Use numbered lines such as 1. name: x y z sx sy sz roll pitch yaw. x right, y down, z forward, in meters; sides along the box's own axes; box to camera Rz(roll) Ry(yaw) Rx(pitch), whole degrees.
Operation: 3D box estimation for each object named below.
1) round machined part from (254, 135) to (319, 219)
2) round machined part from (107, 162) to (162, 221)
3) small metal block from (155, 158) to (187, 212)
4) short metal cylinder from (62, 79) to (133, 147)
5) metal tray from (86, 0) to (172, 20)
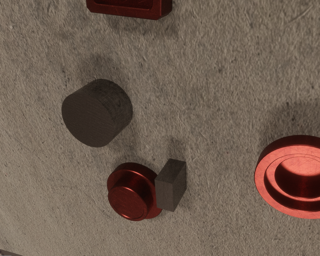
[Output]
1. round machined part: 0.158 0.049 0.343 0.098 0.042 0.097 13 124 20
2. round machined part: -0.041 0.105 0.481 0.098 0.042 0.097 13 124 20
3. small metal block: 0.016 0.078 0.429 0.025 0.050 0.050 10 123 22
4. short metal cylinder: -0.084 -0.020 0.421 0.080 0.050 0.079 13 124 20
5. metal tray: -0.033 -0.181 0.307 0.090 0.030 0.129 14 124 20
